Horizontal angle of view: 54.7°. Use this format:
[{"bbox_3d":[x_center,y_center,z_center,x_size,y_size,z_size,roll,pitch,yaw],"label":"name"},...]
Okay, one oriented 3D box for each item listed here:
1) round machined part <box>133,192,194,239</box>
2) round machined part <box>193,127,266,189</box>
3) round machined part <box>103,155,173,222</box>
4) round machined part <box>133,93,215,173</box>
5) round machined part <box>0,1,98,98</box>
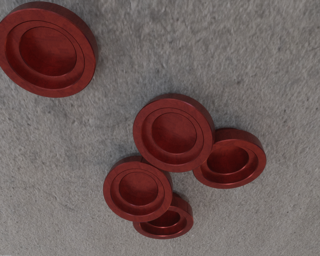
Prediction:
[{"bbox_3d":[0.005,0.141,0.517,0.099,0.042,0.097,-1,130,0],"label":"round machined part"},{"bbox_3d":[0.092,0.038,0.430,0.099,0.042,0.097,-1,130,0],"label":"round machined part"},{"bbox_3d":[-0.030,0.084,0.453,0.099,0.042,0.097,1,109,4],"label":"round machined part"},{"bbox_3d":[0.019,0.003,0.385,0.098,0.042,0.097,7,116,14],"label":"round machined part"},{"bbox_3d":[-0.114,-0.083,0.324,0.099,0.042,0.097,-1,130,0],"label":"round machined part"}]
